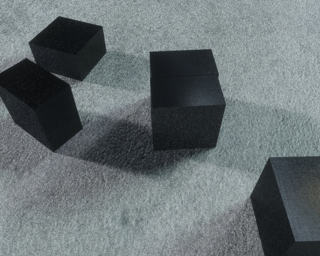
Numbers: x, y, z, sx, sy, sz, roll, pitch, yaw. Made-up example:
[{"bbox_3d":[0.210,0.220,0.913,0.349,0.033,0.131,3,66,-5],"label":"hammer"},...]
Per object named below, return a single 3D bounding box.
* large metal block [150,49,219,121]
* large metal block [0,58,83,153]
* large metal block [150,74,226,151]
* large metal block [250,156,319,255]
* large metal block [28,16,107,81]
[{"bbox_3d":[0.028,-0.056,0.415,0.081,0.080,0.050,-3,50,-3],"label":"large metal block"},{"bbox_3d":[-0.151,-0.028,0.389,0.080,0.080,0.050,31,57,23],"label":"large metal block"},{"bbox_3d":[0.030,-0.017,0.383,0.081,0.080,0.050,-3,50,-3],"label":"large metal block"},{"bbox_3d":[0.130,0.083,0.299,0.050,0.080,0.080,-1,50,-1],"label":"large metal block"},{"bbox_3d":[-0.143,-0.128,0.492,0.080,0.050,0.080,17,52,13],"label":"large metal block"}]
